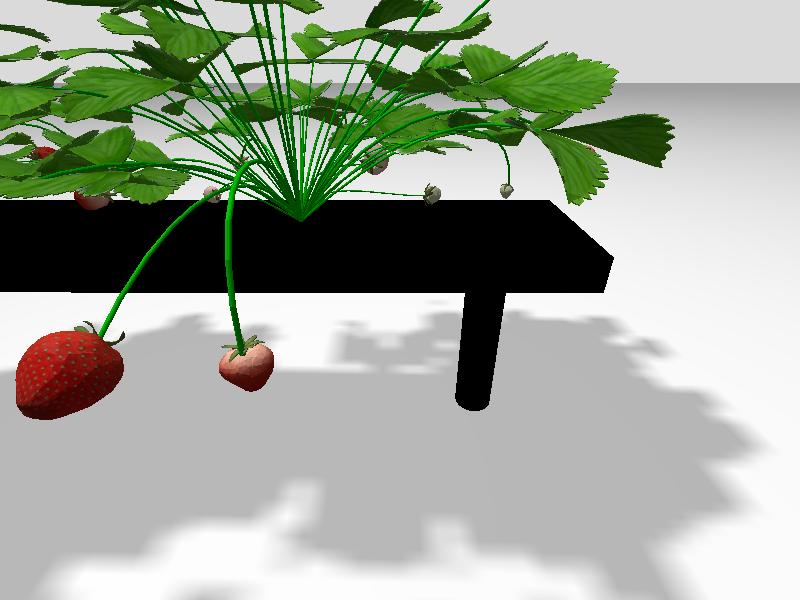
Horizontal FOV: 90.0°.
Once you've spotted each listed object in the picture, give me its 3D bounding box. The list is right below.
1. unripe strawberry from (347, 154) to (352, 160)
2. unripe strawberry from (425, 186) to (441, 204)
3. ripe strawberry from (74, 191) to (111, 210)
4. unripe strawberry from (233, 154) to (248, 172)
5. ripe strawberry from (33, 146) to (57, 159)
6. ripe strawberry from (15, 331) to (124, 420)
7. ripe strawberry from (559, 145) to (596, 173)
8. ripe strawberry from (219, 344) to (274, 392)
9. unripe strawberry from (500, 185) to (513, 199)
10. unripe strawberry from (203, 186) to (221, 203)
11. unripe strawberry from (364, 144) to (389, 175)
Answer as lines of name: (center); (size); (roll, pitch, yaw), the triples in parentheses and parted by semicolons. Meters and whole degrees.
unripe strawberry: (-0.073, -0.208, 0.578); (0.009, 0.010, 0.010); (2, 30, 3)
unripe strawberry: (0.034, -0.106, 0.405); (0.017, 0.018, 0.016); (-12, 32, -21)
ripe strawberry: (-0.298, -0.101, 0.386); (0.030, 0.026, 0.030); (-3, 29, 13)
unripe strawberry: (-0.207, -0.176, 0.520); (0.020, 0.023, 0.022); (-17, -1, -27)
ripe strawberry: (-0.463, -0.188, 0.531); (0.035, 0.031, 0.032); (11, 31, 18)
ripe strawberry: (-0.131, 0.031, 0.158); (0.032, 0.034, 0.035); (5, 41, 9)
ripe strawberry: (0.210, -0.156, 0.468); (0.041, 0.043, 0.038); (33, 10, -37)
ripe strawberry: (-0.062, 0.028, 0.165); (0.021, 0.021, 0.018); (-4, 30, -6)
unripe strawberry: (0.103, -0.105, 0.388); (0.011, 0.013, 0.013); (-6, 31, -10)
unripe strawberry: (-0.193, -0.107, 0.410); (0.017, 0.017, 0.016); (3, 28, 32)
unripe strawberry: (-0.029, -0.181, 0.514); (0.033, 0.038, 0.036); (9, 31, 15)
